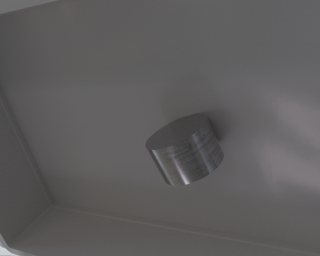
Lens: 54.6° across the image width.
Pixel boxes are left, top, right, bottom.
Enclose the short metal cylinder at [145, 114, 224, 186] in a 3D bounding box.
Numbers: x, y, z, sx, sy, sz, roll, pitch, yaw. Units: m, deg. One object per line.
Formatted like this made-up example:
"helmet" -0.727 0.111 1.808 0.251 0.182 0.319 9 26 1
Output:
"short metal cylinder" 0.030 0.025 0.373 0.080 0.080 0.050 -16 110 34
